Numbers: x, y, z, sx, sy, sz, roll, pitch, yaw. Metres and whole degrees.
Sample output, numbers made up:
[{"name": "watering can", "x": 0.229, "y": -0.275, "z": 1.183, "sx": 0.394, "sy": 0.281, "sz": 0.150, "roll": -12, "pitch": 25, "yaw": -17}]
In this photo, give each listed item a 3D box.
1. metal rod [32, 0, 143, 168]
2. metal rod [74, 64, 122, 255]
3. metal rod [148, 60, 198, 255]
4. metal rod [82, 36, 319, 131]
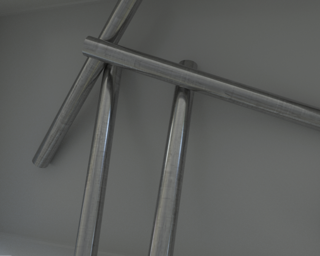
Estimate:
[{"name": "metal rod", "x": -0.103, "y": -0.060, "z": 0.419, "sx": 0.025, "sy": 0.025, "sz": 0.298, "roll": 41, "pitch": 112, "yaw": 15}, {"name": "metal rod", "x": -0.073, "y": 0.031, "z": 0.380, "sx": 0.025, "sy": 0.025, "sz": 0.299, "roll": -3, "pitch": 68, "yaw": 19}, {"name": "metal rod", "x": 0.013, "y": 0.055, "z": 0.340, "sx": 0.025, "sy": 0.025, "sz": 0.299, "roll": 1, "pitch": 65, "yaw": 19}, {"name": "metal rod", "x": 0.054, "y": -0.051, "z": 0.359, "sx": 0.301, "sy": 0.025, "sz": 0.025, "roll": 19, "pitch": 96, "yaw": 6}]
